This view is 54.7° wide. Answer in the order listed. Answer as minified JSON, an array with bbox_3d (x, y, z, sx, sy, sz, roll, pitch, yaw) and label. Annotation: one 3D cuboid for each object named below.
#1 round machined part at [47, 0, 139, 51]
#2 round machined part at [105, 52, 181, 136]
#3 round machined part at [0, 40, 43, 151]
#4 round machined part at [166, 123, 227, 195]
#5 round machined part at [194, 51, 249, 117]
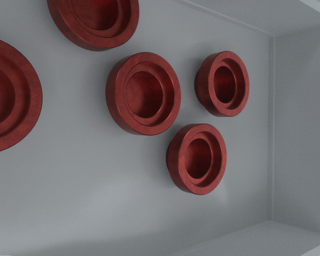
[{"bbox_3d":[-0.074,-0.132,0.334,0.099,0.042,0.097,0,90,-40],"label":"round machined part"},{"bbox_3d":[-0.024,-0.040,0.377,0.099,0.042,0.097,0,90,-40],"label":"round machined part"},{"bbox_3d":[-0.157,-0.027,0.264,0.099,0.042,0.097,0,90,-40],"label":"round machined part"},{"bbox_3d":[0.047,0.042,0.438,0.099,0.042,0.097,0,90,-40],"label":"round machined part"},{"bbox_3d":[0.091,-0.065,0.474,0.099,0.042,0.097,0,90,-40],"label":"round machined part"}]
